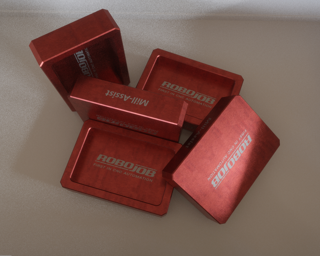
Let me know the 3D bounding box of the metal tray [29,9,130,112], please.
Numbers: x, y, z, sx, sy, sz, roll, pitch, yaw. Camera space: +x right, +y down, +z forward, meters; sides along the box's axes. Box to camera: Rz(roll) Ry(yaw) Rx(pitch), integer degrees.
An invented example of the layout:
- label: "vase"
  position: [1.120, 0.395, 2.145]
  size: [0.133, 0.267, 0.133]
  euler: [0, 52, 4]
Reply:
- label: "metal tray"
  position: [-0.088, -0.075, 0.377]
  size: [0.090, 0.130, 0.030]
  euler: [-29, 73, -10]

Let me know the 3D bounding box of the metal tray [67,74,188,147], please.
- label: "metal tray"
  position: [-0.036, -0.017, 0.378]
  size: [0.131, 0.090, 0.030]
  euler: [15, 71, 5]

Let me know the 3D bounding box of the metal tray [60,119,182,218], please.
- label: "metal tray"
  position: [-0.044, 0.049, 0.385]
  size: [0.131, 0.030, 0.090]
  euler: [15, 71, 5]

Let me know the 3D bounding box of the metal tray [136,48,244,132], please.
- label: "metal tray"
  position: [0.037, -0.047, 0.423]
  size: [0.131, 0.030, 0.090]
  euler: [20, 71, 6]

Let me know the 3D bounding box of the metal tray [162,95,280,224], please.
- label: "metal tray"
  position: [0.076, 0.036, 0.372]
  size: [0.090, 0.030, 0.130]
  euler: [45, 74, -15]
